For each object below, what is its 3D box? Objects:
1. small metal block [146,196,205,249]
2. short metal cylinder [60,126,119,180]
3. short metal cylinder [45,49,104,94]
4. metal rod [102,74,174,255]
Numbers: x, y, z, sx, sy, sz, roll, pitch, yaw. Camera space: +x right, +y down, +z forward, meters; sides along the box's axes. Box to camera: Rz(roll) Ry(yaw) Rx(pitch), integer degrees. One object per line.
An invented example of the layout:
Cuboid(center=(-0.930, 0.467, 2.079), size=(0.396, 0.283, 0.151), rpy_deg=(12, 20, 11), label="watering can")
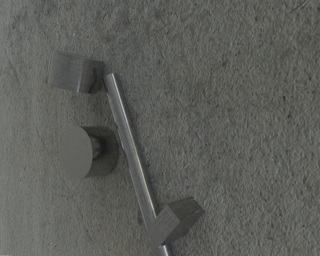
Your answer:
Cuboid(center=(0.019, 0.112, 0.373), size=(0.025, 0.050, 0.050), rpy_deg=(48, 119, 29), label="small metal block")
Cuboid(center=(-0.109, 0.037, 0.479), size=(0.080, 0.050, 0.079), rpy_deg=(0, 90, 40), label="short metal cylinder")
Cuboid(center=(-0.131, -0.087, 0.477), size=(0.080, 0.081, 0.050), rpy_deg=(23, 105, 37), label="short metal cylinder")
Cuboid(center=(-0.029, 0.062, 0.428), size=(0.025, 0.025, 0.299), rpy_deg=(-29, 72, 36), label="metal rod")
